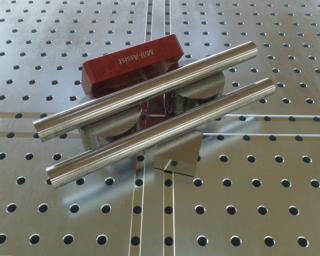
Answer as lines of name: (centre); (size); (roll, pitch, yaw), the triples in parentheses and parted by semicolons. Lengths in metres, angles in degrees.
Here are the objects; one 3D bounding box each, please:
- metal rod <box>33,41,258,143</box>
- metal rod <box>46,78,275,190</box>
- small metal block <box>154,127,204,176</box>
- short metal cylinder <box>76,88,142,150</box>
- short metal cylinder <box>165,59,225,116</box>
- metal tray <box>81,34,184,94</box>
metal rod: (-0.002, -0.053, 0.385); (0.302, 0.025, 0.025); (-24, 54, -19)
metal rod: (0.016, -0.002, 0.375); (0.302, 0.025, 0.025); (-23, 54, -19)
small metal block: (0.024, 0.027, 0.384); (0.050, 0.025, 0.050); (12, 51, 9)
short metal cylinder: (-0.063, -0.005, 0.395); (0.081, 0.050, 0.080); (0, 50, 0)
short metal cylinder: (0.047, -0.052, 0.436); (0.081, 0.050, 0.080); (0, 50, 0)
metal tray: (-0.041, -0.081, 0.431); (0.131, 0.090, 0.030); (-23, 86, -19)
